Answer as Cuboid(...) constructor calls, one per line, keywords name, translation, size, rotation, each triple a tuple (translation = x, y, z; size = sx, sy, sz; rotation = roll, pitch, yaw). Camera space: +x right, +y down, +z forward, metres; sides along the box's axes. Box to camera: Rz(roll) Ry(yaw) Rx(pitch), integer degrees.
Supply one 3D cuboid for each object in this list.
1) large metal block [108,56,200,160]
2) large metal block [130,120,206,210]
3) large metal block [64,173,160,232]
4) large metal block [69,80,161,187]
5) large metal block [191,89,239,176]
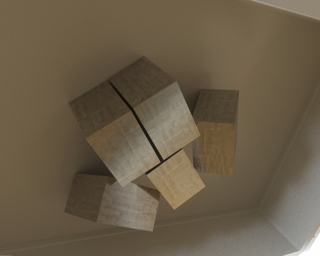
Cuboid(name="large metal block", translation=(-0.007, -0.024, 0.354), size=(0.050, 0.080, 0.080), rotation=(-34, 129, -7))
Cuboid(name="large metal block", translation=(0.005, 0.045, 0.403), size=(0.050, 0.080, 0.080), rotation=(-36, 130, -5))
Cuboid(name="large metal block", translation=(-0.059, 0.092, 0.389), size=(0.080, 0.080, 0.050), rotation=(24, 71, -37))
Cuboid(name="large metal block", translation=(-0.051, 0.005, 0.348), size=(0.050, 0.080, 0.080), rotation=(-33, 129, -7))
Cuboid(name="large metal block", translation=(0.075, 0.003, 0.408), size=(0.050, 0.080, 0.079), rotation=(4, 126, 15))
